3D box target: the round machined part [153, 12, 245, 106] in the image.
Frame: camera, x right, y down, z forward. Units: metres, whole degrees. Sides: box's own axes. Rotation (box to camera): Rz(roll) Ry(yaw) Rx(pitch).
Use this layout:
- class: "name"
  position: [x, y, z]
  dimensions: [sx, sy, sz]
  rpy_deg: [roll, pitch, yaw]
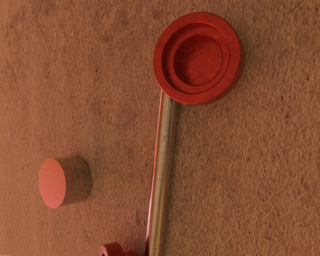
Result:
- class: "round machined part"
  position: [0.045, -0.074, 0.346]
  dimensions: [0.098, 0.042, 0.097]
  rpy_deg: [0, 90, 26]

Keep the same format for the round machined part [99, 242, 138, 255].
- class: "round machined part"
  position: [-0.051, 0.204, 0.417]
  dimensions: [0.098, 0.042, 0.097]
  rpy_deg: [177, 90, -67]

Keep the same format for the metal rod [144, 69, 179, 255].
- class: "metal rod"
  position: [0.002, 0.062, 0.401]
  dimensions: [0.025, 0.025, 0.298]
  rpy_deg: [10, 96, 39]

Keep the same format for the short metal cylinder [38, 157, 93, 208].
- class: "short metal cylinder"
  position: [-0.158, 0.088, 0.516]
  dimensions: [0.080, 0.050, 0.079]
  rpy_deg: [0, 90, 39]
